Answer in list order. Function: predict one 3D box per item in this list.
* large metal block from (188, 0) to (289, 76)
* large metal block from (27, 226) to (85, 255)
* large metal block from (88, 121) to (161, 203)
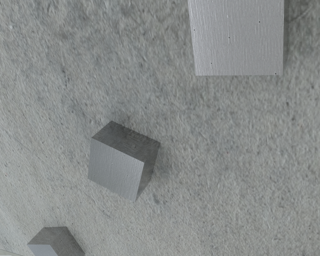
[{"bbox_3d":[0.076,-0.096,0.291,0.080,0.050,0.079,4,120,26],"label":"large metal block"},{"bbox_3d":[-0.223,0.261,0.667,0.080,0.050,0.080,-14,111,33],"label":"large metal block"},{"bbox_3d":[-0.053,0.048,0.447,0.080,0.050,0.079,24,127,13],"label":"large metal block"}]
